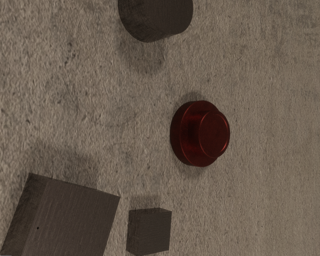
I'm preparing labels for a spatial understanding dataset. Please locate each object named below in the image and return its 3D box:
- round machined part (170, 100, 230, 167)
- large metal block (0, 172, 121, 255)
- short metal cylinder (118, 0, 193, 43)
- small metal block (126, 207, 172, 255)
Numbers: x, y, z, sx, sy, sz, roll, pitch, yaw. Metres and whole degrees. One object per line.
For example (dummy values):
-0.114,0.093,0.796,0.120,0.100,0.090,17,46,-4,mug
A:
0.065,0.008,0.451,0.099,0.042,0.097,0,90,-40,round machined part
-0.097,0.096,0.309,0.080,0.050,0.080,25,74,-38,large metal block
-0.005,-0.152,0.386,0.081,0.050,0.079,0,90,-40,short metal cylinder
-0.014,0.131,0.396,0.050,0.025,0.050,8,85,-40,small metal block
